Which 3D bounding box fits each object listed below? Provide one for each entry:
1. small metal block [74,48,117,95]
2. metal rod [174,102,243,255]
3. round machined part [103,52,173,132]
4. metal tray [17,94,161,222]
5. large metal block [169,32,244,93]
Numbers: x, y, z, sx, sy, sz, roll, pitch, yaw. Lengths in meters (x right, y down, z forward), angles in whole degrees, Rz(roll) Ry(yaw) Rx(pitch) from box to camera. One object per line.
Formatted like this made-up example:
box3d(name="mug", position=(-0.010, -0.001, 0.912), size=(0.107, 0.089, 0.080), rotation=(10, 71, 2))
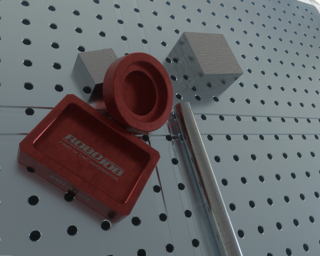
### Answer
box3d(name="small metal block", position=(-0.078, -0.076, 0.414), size=(0.050, 0.025, 0.050), rotation=(-20, 73, -36))
box3d(name="metal rod", position=(0.070, 0.100, 0.386), size=(0.025, 0.025, 0.299), rotation=(-2, 63, -30))
box3d(name="round machined part", position=(-0.032, -0.043, 0.390), size=(0.099, 0.042, 0.097), rotation=(5, 82, -45))
box3d(name="metal tray", position=(-0.075, 0.031, 0.346), size=(0.130, 0.030, 0.090), rotation=(35, 51, -6))
box3d(name="large metal block", position=(0.073, -0.105, 0.498), size=(0.081, 0.050, 0.080), rotation=(-8, 66, -32))
